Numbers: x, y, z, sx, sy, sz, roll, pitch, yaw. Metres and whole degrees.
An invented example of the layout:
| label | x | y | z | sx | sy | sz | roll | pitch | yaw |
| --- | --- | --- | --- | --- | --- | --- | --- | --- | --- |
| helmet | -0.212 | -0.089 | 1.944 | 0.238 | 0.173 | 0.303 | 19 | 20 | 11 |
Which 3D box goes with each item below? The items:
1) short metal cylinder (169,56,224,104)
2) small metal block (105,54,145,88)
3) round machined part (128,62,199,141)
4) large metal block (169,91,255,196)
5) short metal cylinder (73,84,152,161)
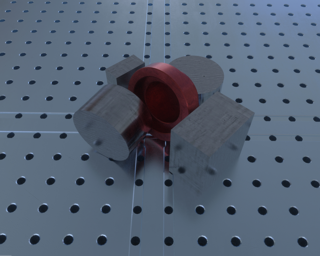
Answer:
| label | x | y | z | sx | sy | sz | roll | pitch | yaw |
| --- | --- | --- | --- | --- | --- | --- | --- | --- | --- |
| short metal cylinder | 0.047 | -0.058 | 0.440 | 0.081 | 0.050 | 0.080 | 0 | 50 | 0 |
| small metal block | -0.048 | -0.071 | 0.450 | 0.050 | 0.050 | 0.025 | -35 | 59 | -26 |
| round machined part | 0.009 | -0.036 | 0.391 | 0.098 | 0.097 | 0.042 | 34 | 45 | 24 |
| large metal block | 0.057 | 0.018 | 0.358 | 0.050 | 0.080 | 0.080 | 36 | 58 | 26 |
| short metal cylinder | -0.057 | -0.006 | 0.376 | 0.080 | 0.080 | 0.050 | 25 | 54 | 19 |
